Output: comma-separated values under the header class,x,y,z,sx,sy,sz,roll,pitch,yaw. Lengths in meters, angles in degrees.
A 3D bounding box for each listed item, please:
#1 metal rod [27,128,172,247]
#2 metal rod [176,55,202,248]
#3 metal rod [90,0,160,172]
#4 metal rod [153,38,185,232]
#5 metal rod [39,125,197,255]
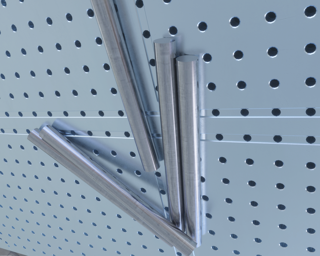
class,x,y,z,sx,sy,sz,roll,pitch,yaw
metal rod,-0.096,0.098,0.519,0.301,0.025,0.025,36,129,3
metal rod,0.042,0.051,0.419,0.025,0.025,0.298,9,122,23
metal rod,-0.047,-0.074,0.388,0.025,0.025,0.298,-1,118,28
metal rod,0.017,0.031,0.420,0.025,0.025,0.298,9,122,23
metal rod,-0.071,0.092,0.484,0.300,0.025,0.025,36,129,11
